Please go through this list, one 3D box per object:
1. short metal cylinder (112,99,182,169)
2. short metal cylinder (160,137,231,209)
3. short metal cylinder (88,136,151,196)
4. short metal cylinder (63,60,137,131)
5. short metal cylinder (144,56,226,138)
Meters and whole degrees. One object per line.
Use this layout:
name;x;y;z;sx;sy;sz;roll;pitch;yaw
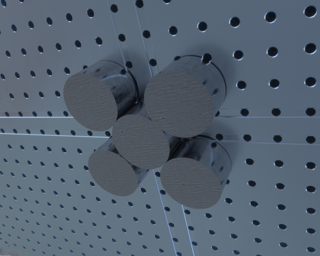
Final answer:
short metal cylinder;-0.015;0.007;0.405;0.080;0.050;0.079;13;124;20
short metal cylinder;0.047;0.058;0.404;0.080;0.050;0.079;13;124;20
short metal cylinder;-0.057;0.053;0.455;0.080;0.050;0.079;13;124;20
short metal cylinder;-0.078;-0.042;0.407;0.080;0.050;0.079;13;124;20
short metal cylinder;0.029;-0.036;0.354;0.080;0.050;0.079;13;124;20
